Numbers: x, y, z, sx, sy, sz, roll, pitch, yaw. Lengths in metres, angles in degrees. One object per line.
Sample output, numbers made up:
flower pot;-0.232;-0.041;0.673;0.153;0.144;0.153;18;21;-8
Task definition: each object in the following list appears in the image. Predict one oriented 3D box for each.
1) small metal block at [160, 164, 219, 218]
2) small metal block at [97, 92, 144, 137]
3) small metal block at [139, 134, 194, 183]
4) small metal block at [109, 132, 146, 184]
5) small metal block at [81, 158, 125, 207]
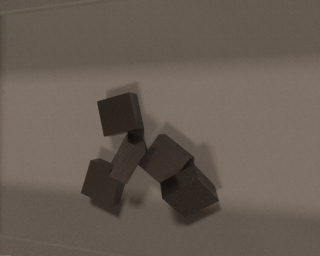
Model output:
small metal block;0.036;0.079;0.382;0.050;0.025;0.050;-32;124;17
small metal block;-0.054;-0.018;0.429;0.050;0.025;0.050;-13;86;19
small metal block;0.008;0.043;0.407;0.050;0.025;0.050;39;102;15
small metal block;-0.043;0.038;0.408;0.025;0.050;0.050;27;99;-11
small metal block;-0.077;0.076;0.437;0.050;0.025;0.050;20;97;18
